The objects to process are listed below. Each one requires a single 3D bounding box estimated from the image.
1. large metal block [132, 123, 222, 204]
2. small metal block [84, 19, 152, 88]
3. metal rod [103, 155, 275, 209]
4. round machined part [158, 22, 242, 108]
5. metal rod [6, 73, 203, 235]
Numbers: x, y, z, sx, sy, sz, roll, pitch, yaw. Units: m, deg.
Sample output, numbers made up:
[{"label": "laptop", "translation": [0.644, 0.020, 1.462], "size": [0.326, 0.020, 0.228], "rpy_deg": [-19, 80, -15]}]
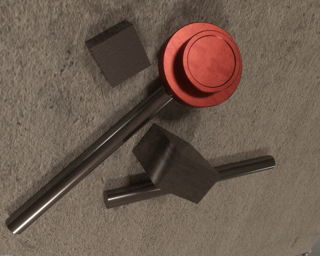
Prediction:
[{"label": "large metal block", "translation": [0.021, 0.047, 0.414], "size": [0.080, 0.080, 0.050], "rpy_deg": [30, 101, -38]}, {"label": "small metal block", "translation": [-0.044, -0.080, 0.334], "size": [0.050, 0.025, 0.050], "rpy_deg": [-32, 129, -8]}, {"label": "metal rod", "translation": [0.061, 0.080, 0.492], "size": [0.303, 0.025, 0.025], "rpy_deg": [-8, 122, -25]}, {"label": "round machined part", "translation": [0.051, -0.072, 0.353], "size": [0.099, 0.042, 0.097], "rpy_deg": [0, 91, -16]}, {"label": "metal rod", "translation": [-0.068, 0.023, 0.384], "size": [0.300, 0.025, 0.025], "rpy_deg": [-41, 130, 0]}]
